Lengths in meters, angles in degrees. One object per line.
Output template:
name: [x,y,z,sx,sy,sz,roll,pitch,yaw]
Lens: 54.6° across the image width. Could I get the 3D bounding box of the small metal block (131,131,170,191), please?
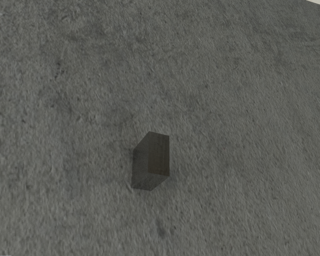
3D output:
small metal block: [-0.011,0.039,0.357,0.025,0.050,0.050,14,56,-21]
